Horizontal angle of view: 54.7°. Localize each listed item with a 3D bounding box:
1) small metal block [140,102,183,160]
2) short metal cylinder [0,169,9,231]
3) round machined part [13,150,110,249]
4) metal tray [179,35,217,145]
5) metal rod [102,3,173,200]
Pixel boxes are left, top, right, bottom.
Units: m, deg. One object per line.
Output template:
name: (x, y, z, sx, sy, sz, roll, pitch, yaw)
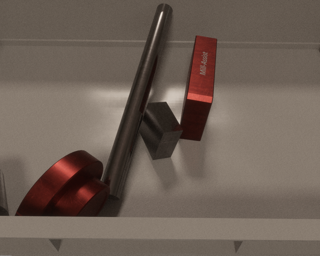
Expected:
small metal block: (0.000, 0.003, 0.383, 0.025, 0.050, 0.050, -6, 49, -27)
short metal cylinder: (-0.196, 0.075, 0.304, 0.081, 0.080, 0.050, -18, 53, -15)
round machined part: (-0.085, 0.073, 0.296, 0.042, 0.097, 0.098, 33, 57, 12)
metal tray: (0.052, -0.054, 0.426, 0.030, 0.089, 0.130, 10, 49, 2)
metal rod: (-0.025, -0.053, 0.410, 0.025, 0.025, 0.300, 10, 62, 8)
